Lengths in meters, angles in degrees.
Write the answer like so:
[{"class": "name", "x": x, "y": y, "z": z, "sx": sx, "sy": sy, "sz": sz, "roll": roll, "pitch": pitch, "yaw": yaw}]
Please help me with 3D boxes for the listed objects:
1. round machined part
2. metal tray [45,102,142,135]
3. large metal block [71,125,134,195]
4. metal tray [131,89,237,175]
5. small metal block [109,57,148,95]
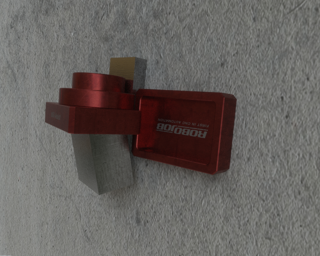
[{"class": "round machined part", "x": -0.082, "y": -0.049, "z": 0.410, "sx": 0.098, "sy": 0.099, "sz": 0.042, "roll": 8, "pitch": 95, "yaw": 39}, {"class": "metal tray", "x": -0.094, "y": -0.015, "z": 0.417, "sx": 0.130, "sy": 0.091, "sz": 0.030, "roll": 12, "pitch": 99, "yaw": 57}, {"class": "large metal block", "x": -0.082, "y": 0.037, "z": 0.431, "sx": 0.080, "sy": 0.050, "sz": 0.079, "roll": 11, "pitch": 111, "yaw": 57}, {"class": "metal tray", "x": 0.024, "y": 0.000, "z": 0.382, "sx": 0.130, "sy": 0.030, "sz": 0.089, "roll": 8, "pitch": 95, "yaw": 39}, {"class": "small metal block", "x": -0.047, "y": -0.074, "z": 0.443, "sx": 0.050, "sy": 0.025, "sz": 0.050, "roll": 9, "pitch": 95, "yaw": 39}]
